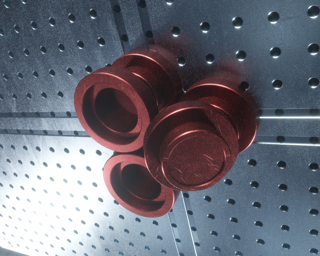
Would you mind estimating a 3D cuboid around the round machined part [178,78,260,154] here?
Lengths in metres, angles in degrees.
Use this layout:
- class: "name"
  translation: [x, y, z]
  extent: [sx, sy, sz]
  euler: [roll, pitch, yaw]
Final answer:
- class: "round machined part"
  translation: [0.063, -0.006, 0.364]
  extent: [0.098, 0.042, 0.097]
  euler: [13, 124, 21]

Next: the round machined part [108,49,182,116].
- class: "round machined part"
  translation: [-0.025, -0.045, 0.388]
  extent: [0.098, 0.042, 0.097]
  euler: [13, 124, 21]

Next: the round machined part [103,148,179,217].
- class: "round machined part"
  translation: [-0.020, 0.062, 0.395]
  extent: [0.098, 0.042, 0.097]
  euler: [13, 124, 21]

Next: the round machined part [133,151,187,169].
- class: "round machined part"
  translation: [-0.002, 0.042, 0.428]
  extent: [0.098, 0.042, 0.097]
  euler: [13, 124, 21]

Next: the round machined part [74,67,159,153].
- class: "round machined part"
  translation: [-0.045, -0.024, 0.355]
  extent: [0.098, 0.042, 0.097]
  euler: [13, 124, 21]

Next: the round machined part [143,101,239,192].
- class: "round machined part"
  translation: [0.033, 0.025, 0.316]
  extent: [0.099, 0.042, 0.097]
  euler: [-3, 114, -6]
